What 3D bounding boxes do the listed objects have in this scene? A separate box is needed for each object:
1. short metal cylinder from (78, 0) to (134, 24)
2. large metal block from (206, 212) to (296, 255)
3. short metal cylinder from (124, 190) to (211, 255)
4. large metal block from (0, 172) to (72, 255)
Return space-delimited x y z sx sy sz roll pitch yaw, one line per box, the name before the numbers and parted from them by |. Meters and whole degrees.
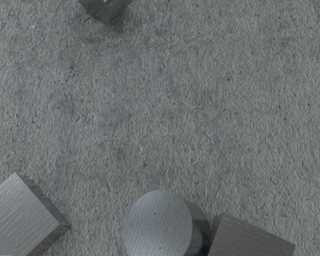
short metal cylinder | -0.084 -0.201 0.452 0.080 0.080 0.050 39 75 13
large metal block | 0.089 0.149 0.341 0.080 0.050 0.080 23 72 8
short metal cylinder | 0.008 0.113 0.336 0.080 0.050 0.080 -14 59 25
large metal block | -0.164 0.111 0.353 0.080 0.050 0.080 -43 76 -14
